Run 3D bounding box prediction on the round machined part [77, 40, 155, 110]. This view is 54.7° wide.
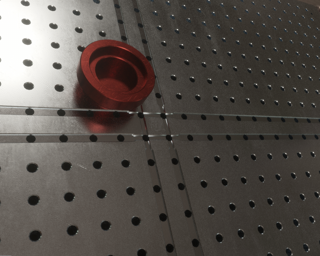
[{"bbox_3d":[-0.060,-0.064,0.406,0.099,0.042,0.098,14,56,-21],"label":"round machined part"}]
